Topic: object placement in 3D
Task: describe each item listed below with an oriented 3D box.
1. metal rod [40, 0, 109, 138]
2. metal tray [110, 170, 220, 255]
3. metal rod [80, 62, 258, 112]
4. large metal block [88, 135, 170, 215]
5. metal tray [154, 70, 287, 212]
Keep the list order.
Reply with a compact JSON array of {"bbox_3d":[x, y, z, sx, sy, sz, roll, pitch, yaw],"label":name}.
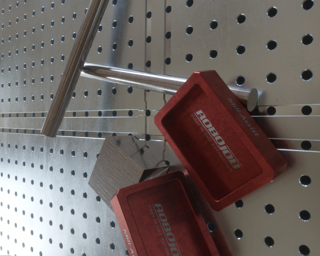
[{"bbox_3d":[-0.120,-0.125,0.477,0.025,0.025,0.298,29,99,36],"label":"metal rod"},{"bbox_3d":[0.008,0.123,0.355,0.130,0.091,0.030,66,149,18],"label":"metal tray"},{"bbox_3d":[-0.015,-0.064,0.419,0.300,0.025,0.025,17,101,38],"label":"metal rod"},{"bbox_3d":[-0.045,0.065,0.428,0.080,0.050,0.079,36,112,33],"label":"large metal block"},{"bbox_3d":[0.059,0.014,0.335,0.130,0.030,0.090,56,131,15],"label":"metal tray"}]
